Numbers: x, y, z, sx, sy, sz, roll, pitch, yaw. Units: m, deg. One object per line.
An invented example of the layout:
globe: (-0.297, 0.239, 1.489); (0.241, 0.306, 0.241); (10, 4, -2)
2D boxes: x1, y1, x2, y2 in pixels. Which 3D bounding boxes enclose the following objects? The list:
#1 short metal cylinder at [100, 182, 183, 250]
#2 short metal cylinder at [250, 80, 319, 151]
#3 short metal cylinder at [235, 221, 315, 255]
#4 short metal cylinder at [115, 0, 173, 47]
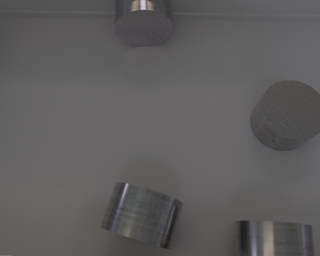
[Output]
short metal cylinder: (-0.019, 0.098, 0.344); (0.080, 0.080, 0.050); (16, 71, 5)
short metal cylinder: (0.165, -0.015, 0.403); (0.081, 0.050, 0.080); (0, 70, 0)
short metal cylinder: (0.122, 0.129, 0.334); (0.080, 0.080, 0.050); (4, 70, 1)
short metal cylinder: (-0.023, -0.160, 0.439); (0.081, 0.080, 0.050); (-2, 70, -1)
